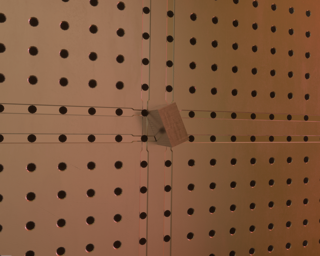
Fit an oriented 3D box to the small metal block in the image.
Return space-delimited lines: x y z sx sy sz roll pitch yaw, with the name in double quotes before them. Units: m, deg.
"small metal block" 0.008 -0.004 0.402 0.025 0.050 0.050 -24 99 -18
